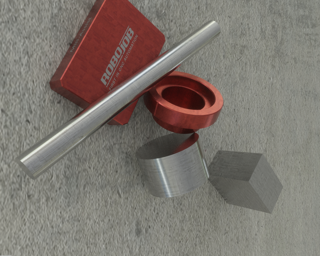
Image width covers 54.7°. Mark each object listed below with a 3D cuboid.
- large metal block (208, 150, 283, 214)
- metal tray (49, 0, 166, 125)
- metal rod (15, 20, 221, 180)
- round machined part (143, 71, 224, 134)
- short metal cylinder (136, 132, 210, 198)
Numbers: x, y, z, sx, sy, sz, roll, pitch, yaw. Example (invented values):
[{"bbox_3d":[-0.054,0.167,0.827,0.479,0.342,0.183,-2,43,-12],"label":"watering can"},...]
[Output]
[{"bbox_3d":[0.130,0.082,0.481,0.080,0.080,0.050,51,60,-28],"label":"large metal block"},{"bbox_3d":[-0.054,-0.079,0.357,0.090,0.030,0.130,35,68,-35],"label":"metal tray"},{"bbox_3d":[-0.022,-0.050,0.347,0.302,0.025,0.025,-42,116,-32],"label":"metal rod"},{"bbox_3d":[0.027,-0.029,0.395,0.099,0.098,0.042,-21,141,-38],"label":"round machined part"},{"bbox_3d":[0.016,0.043,0.384,0.081,0.080,0.050,-29,109,-37],"label":"short metal cylinder"}]
